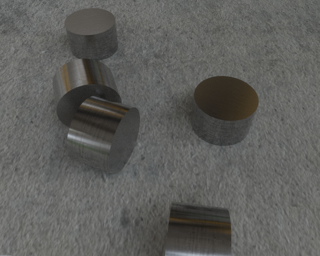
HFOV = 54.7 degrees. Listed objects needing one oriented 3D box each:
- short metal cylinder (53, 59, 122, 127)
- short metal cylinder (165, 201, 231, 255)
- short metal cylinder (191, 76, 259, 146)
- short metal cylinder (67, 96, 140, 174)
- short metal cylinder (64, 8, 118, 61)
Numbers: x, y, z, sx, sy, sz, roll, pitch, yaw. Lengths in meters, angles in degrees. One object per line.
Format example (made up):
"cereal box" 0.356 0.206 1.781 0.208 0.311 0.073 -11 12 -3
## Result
"short metal cylinder" -0.095 -0.042 0.402 0.081 0.080 0.050 -14 52 -12
"short metal cylinder" 0.031 0.109 0.276 0.050 0.080 0.080 6 50 5
"short metal cylinder" 0.083 -0.023 0.408 0.081 0.050 0.080 0 50 0
"short metal cylinder" -0.063 0.008 0.360 0.050 0.080 0.080 17 52 13
"short metal cylinder" -0.113 -0.156 0.517 0.081 0.050 0.080 0 50 0
